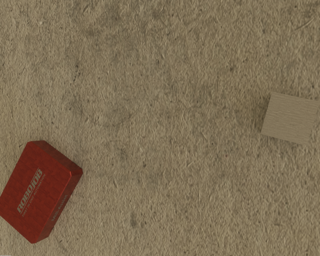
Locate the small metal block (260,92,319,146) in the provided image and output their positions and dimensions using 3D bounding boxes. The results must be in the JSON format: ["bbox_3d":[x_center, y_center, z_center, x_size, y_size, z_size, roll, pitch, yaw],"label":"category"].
[{"bbox_3d":[0.148,-0.011,0.357,0.050,0.025,0.050,16,95,19],"label":"small metal block"}]

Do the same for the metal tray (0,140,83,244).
[{"bbox_3d":[-0.185,0.095,0.470,0.090,0.030,0.129,33,100,16],"label":"metal tray"}]
